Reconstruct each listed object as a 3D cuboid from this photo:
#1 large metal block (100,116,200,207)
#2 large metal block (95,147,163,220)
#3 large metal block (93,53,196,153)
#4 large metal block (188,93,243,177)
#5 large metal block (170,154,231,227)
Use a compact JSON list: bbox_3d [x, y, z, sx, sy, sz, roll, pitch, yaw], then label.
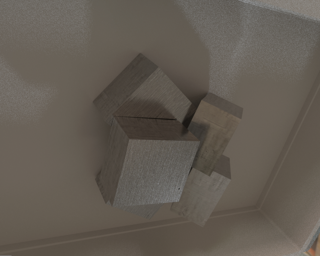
[{"bbox_3d":[-0.013,0.036,0.340,0.081,0.050,0.079,3,116,-29],"label":"large metal block"},{"bbox_3d":[-0.025,0.067,0.416,0.080,0.050,0.080,34,99,-39],"label":"large metal block"},{"bbox_3d":[-0.017,-0.026,0.367,0.080,0.050,0.080,-45,130,3],"label":"large metal block"},{"bbox_3d":[0.065,0.005,0.403,0.079,0.050,0.080,-65,171,18],"label":"large metal block"},{"bbox_3d":[0.060,0.079,0.446,0.050,0.080,0.079,26,108,3],"label":"large metal block"}]
